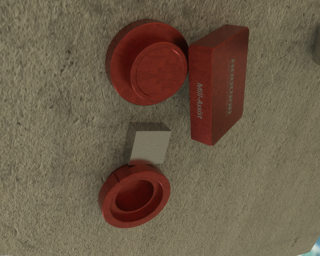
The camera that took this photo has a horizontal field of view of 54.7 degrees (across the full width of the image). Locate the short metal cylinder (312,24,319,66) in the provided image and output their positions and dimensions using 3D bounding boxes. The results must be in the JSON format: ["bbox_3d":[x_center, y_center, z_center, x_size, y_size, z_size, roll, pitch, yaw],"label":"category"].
[{"bbox_3d":[0.268,-0.120,0.446,0.081,0.080,0.050,-16,125,-20],"label":"short metal cylinder"}]

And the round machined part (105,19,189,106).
[{"bbox_3d":[-0.008,-0.069,0.350,0.099,0.042,0.097,-14,125,-21],"label":"round machined part"}]

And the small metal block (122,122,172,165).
[{"bbox_3d":[-0.018,0.020,0.411,0.050,0.025,0.050,0,117,-29],"label":"small metal block"}]

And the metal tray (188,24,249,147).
[{"bbox_3d":[0.074,-0.053,0.389,0.091,0.030,0.129,-38,136,-39],"label":"metal tray"}]

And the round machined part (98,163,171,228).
[{"bbox_3d":[-0.038,0.088,0.431,0.099,0.042,0.097,-14,125,-21],"label":"round machined part"}]
